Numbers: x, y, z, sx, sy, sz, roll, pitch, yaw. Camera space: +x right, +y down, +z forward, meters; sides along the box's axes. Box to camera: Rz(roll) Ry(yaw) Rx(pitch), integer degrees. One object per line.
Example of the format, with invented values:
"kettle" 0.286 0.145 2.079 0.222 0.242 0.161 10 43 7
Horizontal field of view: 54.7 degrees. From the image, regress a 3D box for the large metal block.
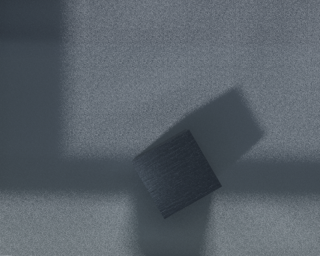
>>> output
"large metal block" 0.020 0.056 0.399 0.080 0.050 0.080 -30 90 0
